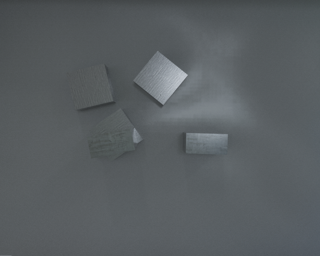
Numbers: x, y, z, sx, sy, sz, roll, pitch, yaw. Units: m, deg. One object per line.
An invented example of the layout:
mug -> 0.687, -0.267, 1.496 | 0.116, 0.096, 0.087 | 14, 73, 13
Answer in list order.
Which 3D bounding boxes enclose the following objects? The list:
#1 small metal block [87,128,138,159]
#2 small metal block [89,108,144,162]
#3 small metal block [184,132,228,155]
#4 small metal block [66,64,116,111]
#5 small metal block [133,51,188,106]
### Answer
small metal block -> -0.055, 0.017, 0.373 | 0.050, 0.050, 0.025 | -11, 90, 0
small metal block -> -0.057, 0.009, 0.411 | 0.050, 0.025, 0.050 | -35, 90, 0
small metal block -> 0.057, 0.019, 0.399 | 0.050, 0.050, 0.025 | 2, 90, 0
small metal block -> -0.090, -0.053, 0.411 | 0.050, 0.025, 0.050 | -13, 90, 0
small metal block -> 0.001, -0.065, 0.411 | 0.050, 0.025, 0.050 | 39, 90, 0
